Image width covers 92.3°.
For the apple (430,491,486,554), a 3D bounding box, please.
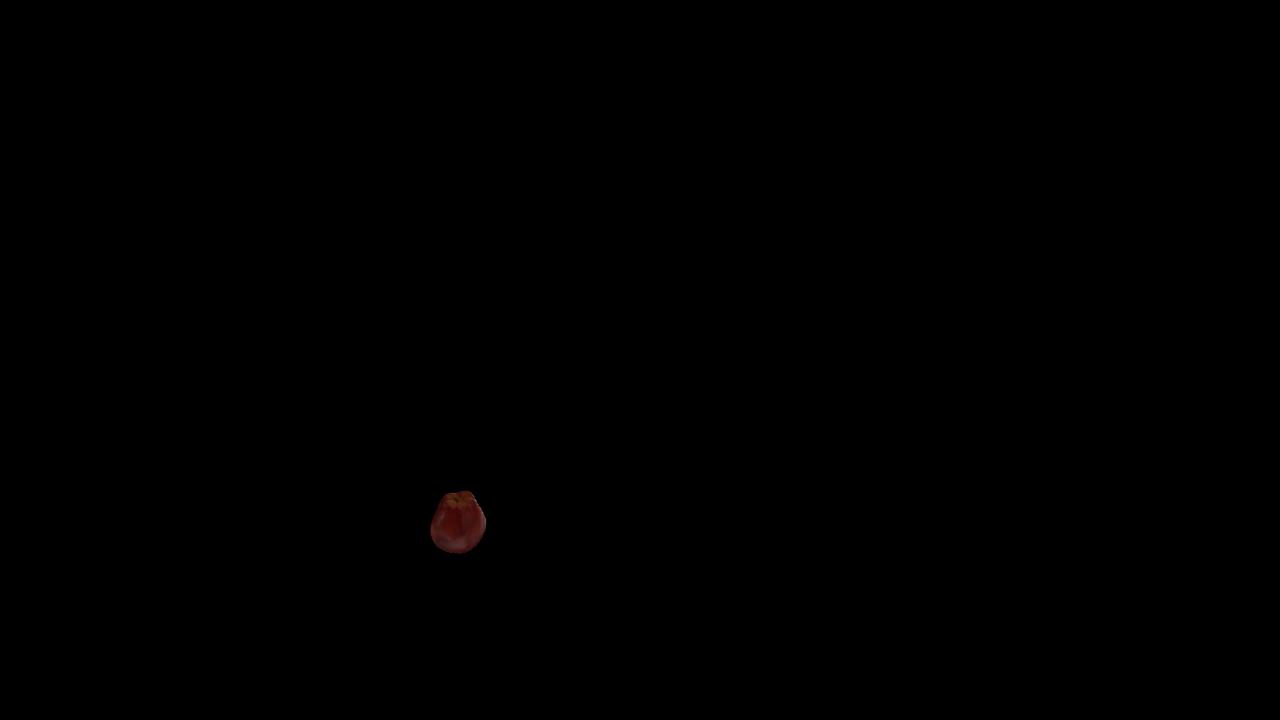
[{"bbox_3d":[-0.266,0.237,0.897,0.079,0.093,0.079,8,33,-5],"label":"apple"}]
